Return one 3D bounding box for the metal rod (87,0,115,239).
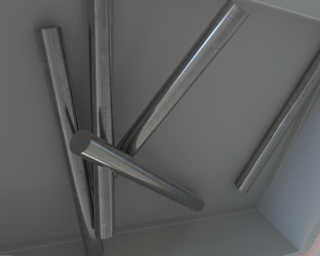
[{"bbox_3d":[-0.063,-0.008,0.340,0.025,0.025,0.298,-7,112,-25],"label":"metal rod"}]

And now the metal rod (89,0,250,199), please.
[{"bbox_3d":[-0.012,-0.008,0.351,0.025,0.025,0.298,18,123,-36],"label":"metal rod"}]

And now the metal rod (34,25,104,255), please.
[{"bbox_3d":[-0.098,0.038,0.359,0.025,0.025,0.298,-15,118,-21],"label":"metal rod"}]

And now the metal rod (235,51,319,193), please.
[{"bbox_3d":[0.212,-0.018,0.516,0.025,0.025,0.298,15,110,-35],"label":"metal rod"}]

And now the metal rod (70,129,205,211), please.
[{"bbox_3d":[-0.005,0.071,0.408,0.025,0.025,0.300,-45,143,3],"label":"metal rod"}]
